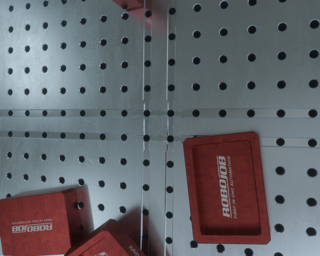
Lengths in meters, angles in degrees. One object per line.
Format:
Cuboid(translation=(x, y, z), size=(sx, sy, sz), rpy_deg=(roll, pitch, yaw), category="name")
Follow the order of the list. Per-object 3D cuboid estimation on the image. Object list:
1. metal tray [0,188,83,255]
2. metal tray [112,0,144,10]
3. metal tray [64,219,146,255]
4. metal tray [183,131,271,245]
Cuboid(translation=(-0.187, 0.146, 0.477), size=(0.130, 0.030, 0.090), rpy_deg=(-11, 86, 19), category="metal tray")
Cuboid(translation=(-0.062, -0.213, 0.379), size=(0.030, 0.130, 0.090), rpy_deg=(-5, 89, 20), category="metal tray")
Cuboid(translation=(-0.058, 0.198, 0.413), size=(0.090, 0.030, 0.130), rpy_deg=(-39, 92, 16), category="metal tray")
Cuboid(translation=(0.082, 0.072, 0.381), size=(0.090, 0.030, 0.129), rpy_deg=(-7, 88, 20), category="metal tray")
